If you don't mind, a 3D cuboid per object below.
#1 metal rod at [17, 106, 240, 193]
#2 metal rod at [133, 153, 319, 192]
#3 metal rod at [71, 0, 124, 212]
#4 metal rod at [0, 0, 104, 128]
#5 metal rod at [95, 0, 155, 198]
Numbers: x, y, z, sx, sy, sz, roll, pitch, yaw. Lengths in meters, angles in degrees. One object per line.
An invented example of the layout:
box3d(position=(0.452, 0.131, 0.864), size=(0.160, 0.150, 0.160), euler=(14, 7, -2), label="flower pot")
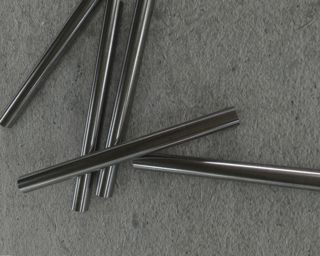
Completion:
box3d(position=(-0.047, 0.031, 0.402), size=(0.301, 0.025, 0.025), euler=(-18, 84, 10), label="metal rod")
box3d(position=(0.110, 0.054, 0.369), size=(0.301, 0.025, 0.025), euler=(4, 92, 19), label="metal rod")
box3d(position=(-0.089, -0.029, 0.440), size=(0.025, 0.025, 0.298), euler=(12, 94, 19), label="metal rod")
box3d(position=(-0.153, -0.118, 0.462), size=(0.025, 0.025, 0.299), euler=(44, 103, 14), label="metal rod")
box3d(position=(-0.046, -0.051, 0.425), size=(0.025, 0.025, 0.298), euler=(14, 95, 19), label="metal rod")
